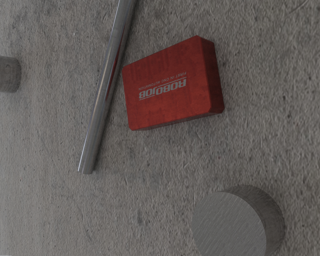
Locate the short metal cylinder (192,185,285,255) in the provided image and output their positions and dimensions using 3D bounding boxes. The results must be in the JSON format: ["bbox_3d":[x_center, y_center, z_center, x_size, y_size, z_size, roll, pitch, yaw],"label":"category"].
[{"bbox_3d":[0.081,0.103,0.322,0.080,0.050,0.079,0,90,40],"label":"short metal cylinder"}]

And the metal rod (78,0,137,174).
[{"bbox_3d":[-0.080,-0.069,0.470,0.025,0.025,0.298,27,107,37],"label":"metal rod"}]

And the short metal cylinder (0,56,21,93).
[{"bbox_3d":[-0.346,-0.118,0.675,0.080,0.050,0.079,0,90,40],"label":"short metal cylinder"}]

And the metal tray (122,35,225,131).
[{"bbox_3d":[0.011,-0.051,0.393,0.130,0.030,0.090,-13,82,39],"label":"metal tray"}]
